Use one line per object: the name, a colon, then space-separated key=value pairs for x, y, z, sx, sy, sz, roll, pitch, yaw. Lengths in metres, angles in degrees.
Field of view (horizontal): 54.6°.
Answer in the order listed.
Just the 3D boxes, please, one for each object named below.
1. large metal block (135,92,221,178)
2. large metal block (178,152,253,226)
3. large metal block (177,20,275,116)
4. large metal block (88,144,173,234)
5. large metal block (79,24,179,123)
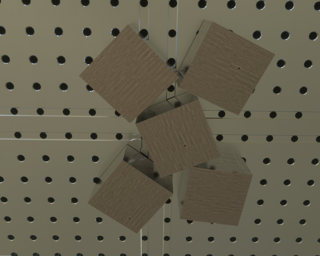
large metal block: x=0.023 y=0.007 z=0.402 sx=0.080 sy=0.050 sz=0.080 roll=-21 pitch=109 yaw=7
large metal block: x=0.073 y=0.083 z=0.431 sx=0.080 sy=0.050 sz=0.079 roll=8 pitch=110 yaw=-4
large metal block: x=0.074 y=-0.073 z=0.372 sx=0.080 sy=0.050 sz=0.080 roll=23 pitch=108 yaw=-12
large metal block: x=-0.039 y=0.084 z=0.429 sx=0.080 sy=0.050 sz=0.080 roll=36 pitch=106 yaw=-12
large metal block: x=-0.035 y=-0.067 z=0.375 sx=0.080 sy=0.050 sz=0.080 roll=-42 pitch=104 yaw=14
